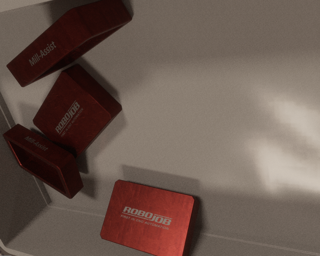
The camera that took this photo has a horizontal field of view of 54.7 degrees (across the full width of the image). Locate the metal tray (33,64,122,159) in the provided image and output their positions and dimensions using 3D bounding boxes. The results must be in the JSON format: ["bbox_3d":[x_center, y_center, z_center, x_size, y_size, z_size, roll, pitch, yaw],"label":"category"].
[{"bbox_3d":[-0.126,-0.019,0.458,0.090,0.030,0.129,45,129,-4],"label":"metal tray"}]

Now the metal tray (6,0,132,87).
[{"bbox_3d":[-0.105,-0.099,0.358,0.130,0.090,0.030,-22,107,35],"label":"metal tray"}]

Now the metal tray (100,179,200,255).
[{"bbox_3d":[-0.015,0.134,0.457,0.130,0.090,0.030,8,163,23],"label":"metal tray"}]

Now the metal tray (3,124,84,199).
[{"bbox_3d":[-0.192,0.055,0.514,0.130,0.030,0.089,24,140,23],"label":"metal tray"}]
